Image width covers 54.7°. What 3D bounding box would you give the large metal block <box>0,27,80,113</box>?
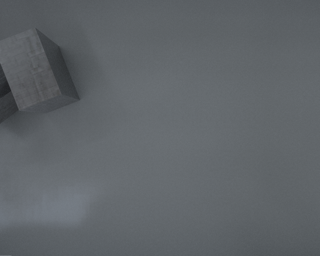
[{"bbox_3d":[-0.147,-0.066,0.383,0.050,0.080,0.080,-21,90,0],"label":"large metal block"}]

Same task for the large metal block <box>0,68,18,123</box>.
[{"bbox_3d":[-0.229,-0.040,0.376,0.080,0.080,0.050,32,134,0],"label":"large metal block"}]
